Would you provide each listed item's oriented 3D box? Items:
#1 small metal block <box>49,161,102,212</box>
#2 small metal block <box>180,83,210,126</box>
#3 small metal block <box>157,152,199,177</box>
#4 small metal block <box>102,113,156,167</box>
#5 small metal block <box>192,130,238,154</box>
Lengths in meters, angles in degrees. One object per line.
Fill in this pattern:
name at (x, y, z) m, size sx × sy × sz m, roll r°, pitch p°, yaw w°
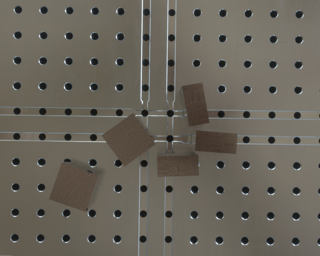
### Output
small metal block at (-0.111, 0.077, 0.413) m, size 0.050 × 0.025 × 0.050 m, roll 19°, pitch 90°, yaw 0°
small metal block at (0.043, -0.029, 0.401) m, size 0.025 × 0.050 × 0.050 m, roll -10°, pitch 90°, yaw 0°
small metal block at (0.022, 0.046, 0.401) m, size 0.050 × 0.050 × 0.025 m, roll -2°, pitch 90°, yaw 0°
small metal block at (-0.040, 0.015, 0.413) m, size 0.050 × 0.025 × 0.050 m, roll -36°, pitch 90°, yaw 0°
small metal block at (0.068, 0.017, 0.401) m, size 0.050 × 0.050 × 0.025 m, roll 4°, pitch 90°, yaw 0°
